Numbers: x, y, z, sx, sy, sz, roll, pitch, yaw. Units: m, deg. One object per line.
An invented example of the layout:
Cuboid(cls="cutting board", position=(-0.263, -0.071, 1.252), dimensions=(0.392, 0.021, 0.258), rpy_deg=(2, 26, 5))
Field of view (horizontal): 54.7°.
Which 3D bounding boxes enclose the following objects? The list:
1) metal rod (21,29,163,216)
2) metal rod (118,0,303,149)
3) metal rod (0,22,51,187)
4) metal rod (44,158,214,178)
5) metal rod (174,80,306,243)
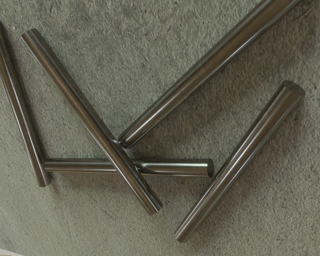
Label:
Cuboid(cls="metal rod", position=(-0.092, -0.006, 0.431), dimensions=(0.025, 0.025, 0.299), rpy_deg=(-33, 94, 38))
Cuboid(cls="metal rod", position=(0.040, -0.056, 0.350), dimensions=(0.025, 0.025, 0.299), rpy_deg=(46, 129, -4))
Cuboid(cls="metal rod", position=(-0.230, -0.025, 0.512), dimensions=(0.025, 0.025, 0.298), rpy_deg=(9, 123, 23))
Cuboid(cls="metal rod", position=(-0.065, 0.059, 0.477), dimensions=(0.300, 0.025, 0.025), rpy_deg=(-3, 117, 29))
Cuboid(cls="metal rod", position=(0.085, 0.066, 0.402), dimensions=(0.025, 0.025, 0.298), rpy_deg=(31, 129, 8))
